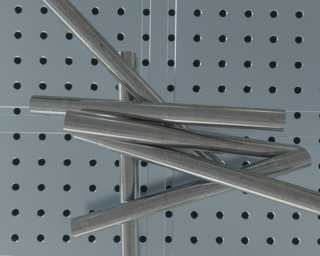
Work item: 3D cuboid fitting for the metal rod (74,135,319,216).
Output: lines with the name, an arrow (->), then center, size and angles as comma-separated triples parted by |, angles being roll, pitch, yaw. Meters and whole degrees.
metal rod -> 0.038, 0.044, 0.370 | 0.301, 0.025, 0.025 | 16, 90, 11

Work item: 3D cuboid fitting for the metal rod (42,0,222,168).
metal rod -> -0.027, -0.050, 0.390 | 0.025, 0.025, 0.300 | -44, 99, 0

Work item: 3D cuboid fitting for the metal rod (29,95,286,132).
metal rod -> -0.010, -0.019, 0.371 | 0.301, 0.025, 0.025 | 4, 90, 8

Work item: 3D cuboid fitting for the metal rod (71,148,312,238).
metal rod -> 0.037, 0.081, 0.386 | 0.301, 0.025, 0.025 | -17, 90, 0

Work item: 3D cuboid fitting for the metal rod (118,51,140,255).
metal rod -> -0.042, 0.050, 0.413 | 0.025, 0.025, 0.298 | -1, 90, 0

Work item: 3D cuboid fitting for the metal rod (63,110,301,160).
metal rod -> 0.040, 0.014, 0.379 | 0.302, 0.025, 0.025 | 9, 90, -14
